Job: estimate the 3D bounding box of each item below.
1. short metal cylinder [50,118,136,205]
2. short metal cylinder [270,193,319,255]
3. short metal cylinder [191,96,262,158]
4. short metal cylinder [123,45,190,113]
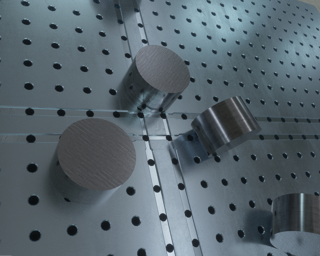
[{"bbox_3d":[-0.072,0.036,0.332,0.081,0.050,0.080,14,56,-21],"label":"short metal cylinder"},{"bbox_3d":[0.185,0.126,0.398,0.080,0.080,0.050,28,52,-11],"label":"short metal cylinder"},{"bbox_3d":[0.090,0.000,0.423,0.081,0.080,0.050,-16,70,-35],"label":"short metal cylinder"},{"bbox_3d":[-0.005,-0.068,0.432,0.081,0.050,0.080,14,56,-21],"label":"short metal cylinder"}]
